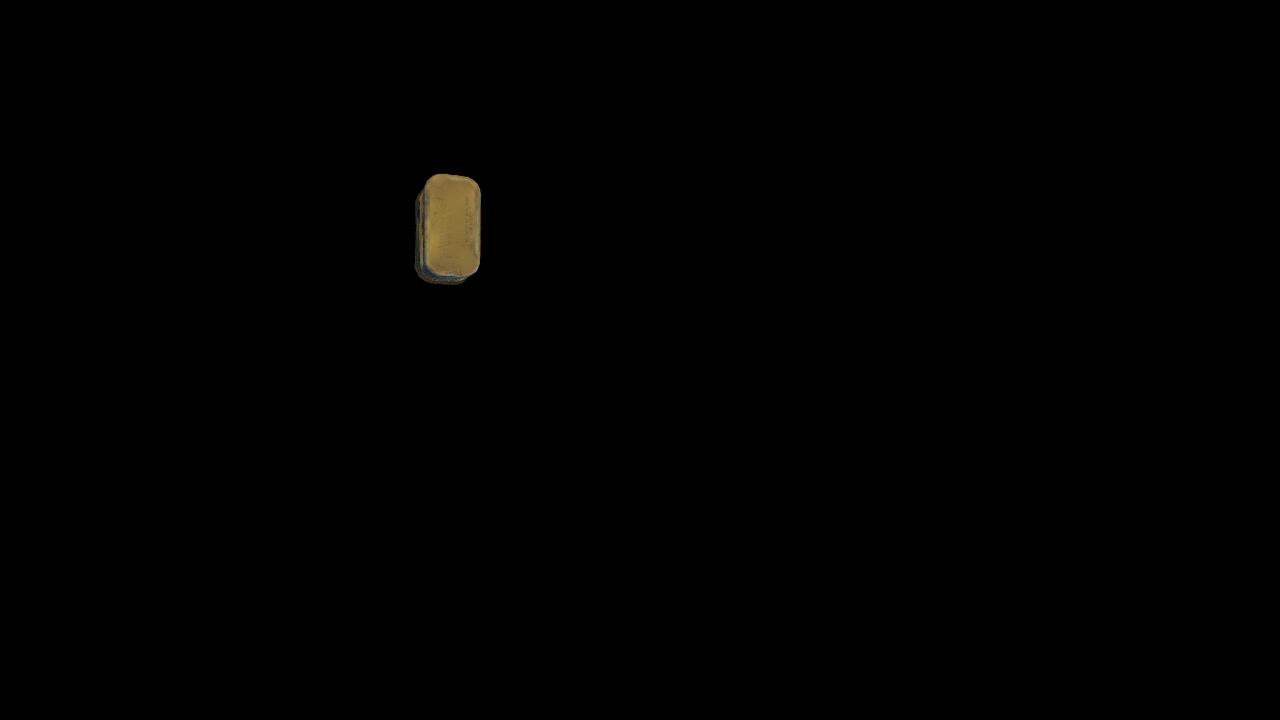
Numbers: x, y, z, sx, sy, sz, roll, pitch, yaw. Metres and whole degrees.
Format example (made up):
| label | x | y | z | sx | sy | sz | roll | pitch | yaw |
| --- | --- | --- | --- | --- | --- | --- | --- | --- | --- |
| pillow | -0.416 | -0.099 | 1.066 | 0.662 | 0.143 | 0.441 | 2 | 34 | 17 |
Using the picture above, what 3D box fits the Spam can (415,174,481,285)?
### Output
| label | x | y | z | sx | sy | sz | roll | pitch | yaw |
| --- | --- | --- | --- | --- | --- | --- | --- | --- | --- |
| Spam can | -0.194 | -0.130 | 0.619 | 0.058 | 0.101 | 0.085 | 0 | 3 | -23 |
